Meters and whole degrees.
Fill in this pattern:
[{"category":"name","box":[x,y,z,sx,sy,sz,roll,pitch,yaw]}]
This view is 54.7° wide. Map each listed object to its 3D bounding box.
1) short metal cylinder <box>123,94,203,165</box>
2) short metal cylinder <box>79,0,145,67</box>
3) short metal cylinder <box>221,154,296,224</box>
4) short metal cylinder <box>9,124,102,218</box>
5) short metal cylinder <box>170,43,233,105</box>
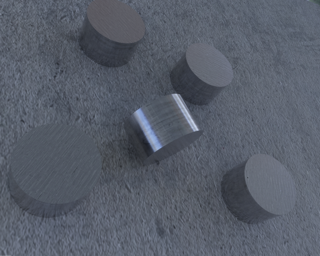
[{"category":"short metal cylinder","box":[0.004,0.003,0.369,0.081,0.080,0.050,-19,72,-35]},{"category":"short metal cylinder","box":[-0.068,-0.132,0.432,0.081,0.050,0.080,14,56,-21]},{"category":"short metal cylinder","box":[0.129,0.081,0.408,0.081,0.050,0.080,14,56,-21]},{"category":"short metal cylinder","box":[-0.104,0.042,0.306,0.081,0.050,0.080,14,56,-21]},{"category":"short metal cylinder","box":[0.063,-0.081,0.471,0.081,0.050,0.080,14,56,-21]}]
